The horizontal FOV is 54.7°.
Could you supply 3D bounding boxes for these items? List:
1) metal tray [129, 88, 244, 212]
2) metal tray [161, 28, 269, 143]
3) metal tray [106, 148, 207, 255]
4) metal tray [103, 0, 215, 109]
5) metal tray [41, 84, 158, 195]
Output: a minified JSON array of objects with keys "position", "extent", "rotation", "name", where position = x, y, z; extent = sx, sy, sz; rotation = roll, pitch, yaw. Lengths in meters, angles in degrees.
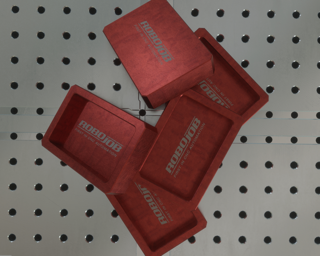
[{"position":[0.031,0.024,0.381],"extent":[0.090,0.030,0.130],"rotation":[29,90,-1],"name":"metal tray"},{"position":[0.066,-0.054,0.411],"extent":[0.090,0.030,0.130],"rotation":[-43,91,0],"name":"metal tray"},{"position":[-0.010,0.095,0.410],"extent":[0.090,0.030,0.130],"rotation":[-33,90,-1],"name":"metal tray"},{"position":[-0.005,-0.096,0.380],"extent":[0.090,0.030,0.130],"rotation":[-30,60,-1],"name":"metal tray"},{"position":[-0.078,0.011,0.379],"extent":[0.130,0.030,0.090],"rotation":[28,90,30],"name":"metal tray"}]
